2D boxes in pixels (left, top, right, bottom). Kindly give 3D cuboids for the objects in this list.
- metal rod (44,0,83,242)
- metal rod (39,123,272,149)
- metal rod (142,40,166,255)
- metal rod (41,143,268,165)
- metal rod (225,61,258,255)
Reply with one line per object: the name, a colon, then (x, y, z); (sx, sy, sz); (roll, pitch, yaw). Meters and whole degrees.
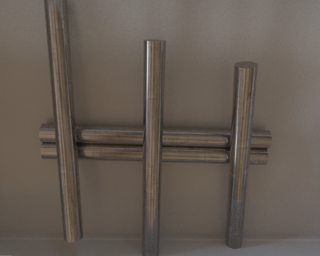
metal rod: (-0.117, 0.000, 0.383); (0.025, 0.025, 0.298); (-1, 102, 0)
metal rod: (-0.005, 0.011, 0.414); (0.302, 0.025, 0.025); (2, 110, -1)
metal rod: (-0.010, 0.041, 0.399); (0.025, 0.025, 0.298); (1, 110, -1)
metal rod: (-0.006, 0.034, 0.423); (0.302, 0.025, 0.025); (2, 110, -1)
metal rod: (0.104, 0.061, 0.410); (0.025, 0.025, 0.298); (-4, 119, 1)
